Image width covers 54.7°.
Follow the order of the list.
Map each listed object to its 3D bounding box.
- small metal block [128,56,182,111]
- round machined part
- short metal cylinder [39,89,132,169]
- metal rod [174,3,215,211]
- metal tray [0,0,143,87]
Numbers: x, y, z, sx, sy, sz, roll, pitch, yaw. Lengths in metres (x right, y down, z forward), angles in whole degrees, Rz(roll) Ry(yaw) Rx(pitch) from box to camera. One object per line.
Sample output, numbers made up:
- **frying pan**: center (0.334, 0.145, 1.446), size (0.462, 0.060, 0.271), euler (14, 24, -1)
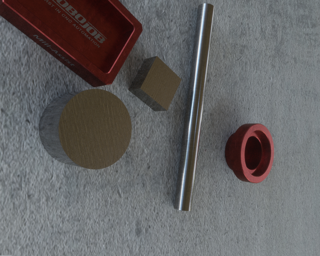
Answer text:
- **small metal block**: center (-0.005, -0.056, 0.402), size (0.050, 0.025, 0.050), euler (38, 67, -34)
- **round machined part**: center (0.147, 0.041, 0.520), size (0.099, 0.042, 0.097), euler (0, 90, -40)
- **short metal cylinder**: center (-0.077, 0.001, 0.325), size (0.081, 0.050, 0.079), euler (0, 90, -40)
- **metal rod**: center (0.051, -0.034, 0.449), size (0.025, 0.025, 0.298), euler (12, 82, -40)
- **metal tray**: center (-0.088, -0.116, 0.328), size (0.130, 0.030, 0.090), euler (39, 66, -33)
